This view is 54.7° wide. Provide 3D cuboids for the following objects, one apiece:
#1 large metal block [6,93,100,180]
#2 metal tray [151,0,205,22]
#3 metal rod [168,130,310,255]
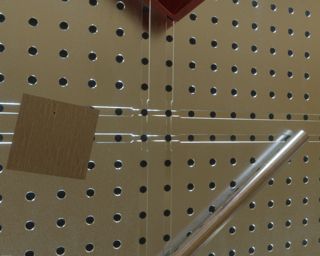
[{"bbox_3d":[-0.121,0.011,0.355,0.081,0.050,0.080,12,86,-20],"label":"large metal block"},{"bbox_3d":[-0.004,-0.196,0.376,0.130,0.090,0.030,37,78,-16],"label":"metal tray"},{"bbox_3d":[0.116,0.104,0.455,0.301,0.025,0.025,-39,103,-16],"label":"metal rod"}]
